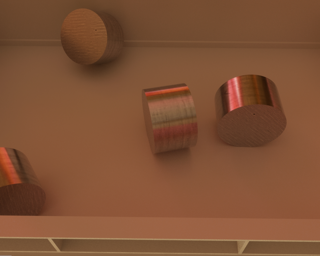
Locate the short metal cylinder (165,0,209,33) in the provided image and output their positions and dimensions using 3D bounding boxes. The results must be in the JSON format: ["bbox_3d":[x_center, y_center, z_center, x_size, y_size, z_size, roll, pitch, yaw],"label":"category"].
[{"bbox_3d":[0.049,-0.222,0.579,0.080,0.050,0.080,0,50,0],"label":"short metal cylinder"}]

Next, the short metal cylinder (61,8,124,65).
[{"bbox_3d":[-0.103,-0.138,0.475,0.080,0.079,0.050,20,19,16],"label":"short metal cylinder"}]

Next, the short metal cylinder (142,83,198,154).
[{"bbox_3d":[0.010,-0.012,0.379,0.050,0.080,0.080,-10,51,-8],"label":"short metal cylinder"}]

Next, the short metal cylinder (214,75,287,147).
[{"bbox_3d":[0.110,-0.020,0.386,0.080,0.080,0.050,2,50,1],"label":"short metal cylinder"}]

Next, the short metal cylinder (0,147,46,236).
[{"bbox_3d":[-0.165,0.066,0.313,0.081,0.080,0.050,-28,56,-21],"label":"short metal cylinder"}]
